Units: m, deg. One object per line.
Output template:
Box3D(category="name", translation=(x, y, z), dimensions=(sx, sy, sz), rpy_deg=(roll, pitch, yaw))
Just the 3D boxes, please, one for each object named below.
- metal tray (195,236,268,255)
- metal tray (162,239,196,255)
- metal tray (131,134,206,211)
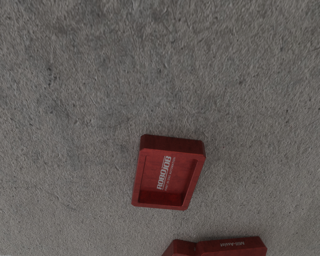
Box3D(category="metal tray", translation=(0.132, 0.258, 0.595), dimensions=(0.131, 0.030, 0.089), rpy_deg=(-1, 114, -12))
Box3D(category="metal tray", translation=(0.074, 0.276, 0.638), dimensions=(0.131, 0.030, 0.089), rpy_deg=(15, 129, -13))
Box3D(category="metal tray", translation=(0.009, 0.071, 0.463), dimensions=(0.091, 0.030, 0.129), rpy_deg=(7, 130, -6))
